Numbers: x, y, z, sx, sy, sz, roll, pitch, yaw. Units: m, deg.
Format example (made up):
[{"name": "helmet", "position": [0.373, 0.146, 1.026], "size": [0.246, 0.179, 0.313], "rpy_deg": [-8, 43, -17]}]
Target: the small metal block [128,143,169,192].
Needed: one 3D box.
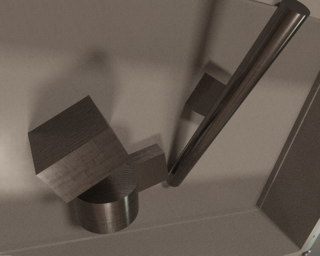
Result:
[{"name": "small metal block", "position": [-0.018, 0.056, 0.435], "size": [0.050, 0.025, 0.050], "rpy_deg": [-22, 127, -16]}]

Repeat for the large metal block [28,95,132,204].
[{"name": "large metal block", "position": [-0.089, 0.020, 0.338], "size": [0.080, 0.080, 0.050], "rpy_deg": [-34, 129, -7]}]

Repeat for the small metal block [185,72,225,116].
[{"name": "small metal block", "position": [0.071, -0.040, 0.425], "size": [0.050, 0.025, 0.050], "rpy_deg": [22, 106, -37]}]

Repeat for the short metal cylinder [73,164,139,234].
[{"name": "short metal cylinder", "position": [-0.068, 0.084, 0.390], "size": [0.081, 0.080, 0.050], "rpy_deg": [-13, 124, -22]}]

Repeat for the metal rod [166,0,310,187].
[{"name": "metal rod", "position": [0.066, -0.010, 0.363], "size": [0.025, 0.025, 0.298], "rpy_deg": [-6, 146, -26]}]
